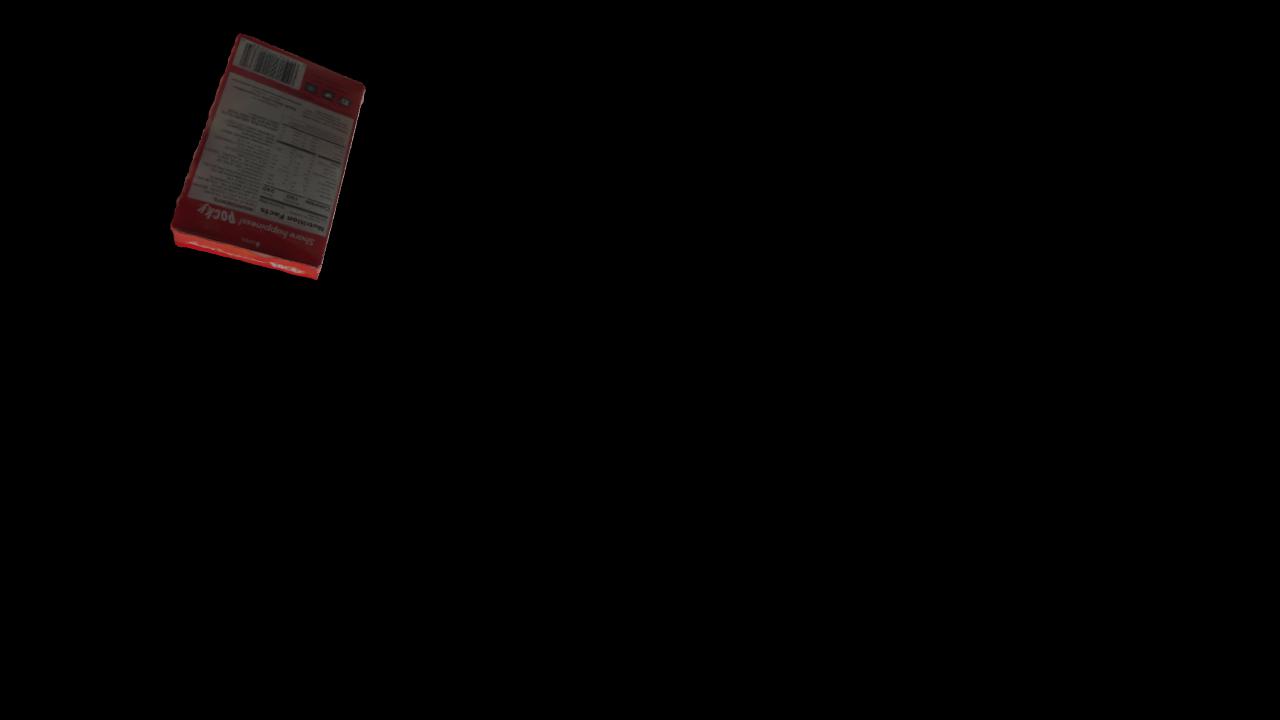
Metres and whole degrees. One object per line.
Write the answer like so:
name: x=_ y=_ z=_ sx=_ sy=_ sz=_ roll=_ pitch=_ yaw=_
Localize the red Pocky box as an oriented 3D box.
red Pocky box: x=-0.243 y=-0.135 z=0.412 sx=0.083 sy=0.155 sz=0.028 roll=15 pitch=-24 yaw=-31
